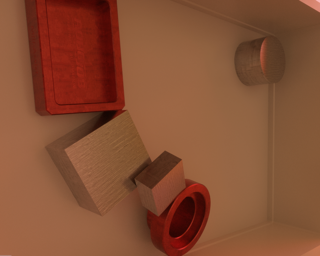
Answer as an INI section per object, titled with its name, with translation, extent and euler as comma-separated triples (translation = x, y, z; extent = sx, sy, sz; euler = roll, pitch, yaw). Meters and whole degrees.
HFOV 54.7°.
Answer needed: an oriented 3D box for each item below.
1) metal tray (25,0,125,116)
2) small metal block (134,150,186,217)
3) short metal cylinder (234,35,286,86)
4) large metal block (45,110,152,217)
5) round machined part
[metal tray]
translation = -0.088, -0.081, 0.330
extent = 0.091, 0.030, 0.129
euler = -7, 95, -40
[small metal block]
translation = 0.002, 0.063, 0.351
extent = 0.050, 0.025, 0.050
euler = -41, 139, -31
[short metal cylinder]
translation = 0.175, -0.116, 0.540
extent = 0.081, 0.050, 0.079
euler = 0, 90, -40
[large metal block]
translation = -0.062, 0.035, 0.340
extent = 0.080, 0.050, 0.080
euler = -37, 113, -34
[round machined part]
translation = 0.021, 0.113, 0.406
extent = 0.099, 0.042, 0.097
euler = -19, 116, -44
